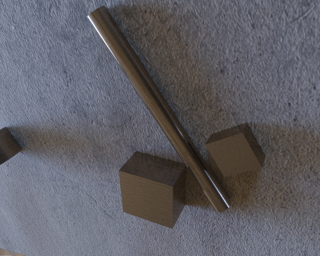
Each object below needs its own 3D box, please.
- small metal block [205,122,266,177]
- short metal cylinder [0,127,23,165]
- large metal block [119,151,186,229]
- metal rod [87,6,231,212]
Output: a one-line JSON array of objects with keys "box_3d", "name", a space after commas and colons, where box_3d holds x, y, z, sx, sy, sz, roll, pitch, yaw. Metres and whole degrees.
[{"box_3d": [0.091, 0.027, 0.376, 0.050, 0.025, 0.050, -22, 107, 36], "name": "small metal block"}, {"box_3d": [-0.297, 0.040, 0.552, 0.080, 0.080, 0.050, -21, 107, 36], "name": "short metal cylinder"}, {"box_3d": [-0.009, 0.089, 0.450, 0.080, 0.050, 0.079, 13, 124, 21], "name": "large metal block"}, {"box_3d": [0.006, -0.014, 0.394, 0.025, 0.025, 0.299, -24, 106, 36], "name": "metal rod"}]
